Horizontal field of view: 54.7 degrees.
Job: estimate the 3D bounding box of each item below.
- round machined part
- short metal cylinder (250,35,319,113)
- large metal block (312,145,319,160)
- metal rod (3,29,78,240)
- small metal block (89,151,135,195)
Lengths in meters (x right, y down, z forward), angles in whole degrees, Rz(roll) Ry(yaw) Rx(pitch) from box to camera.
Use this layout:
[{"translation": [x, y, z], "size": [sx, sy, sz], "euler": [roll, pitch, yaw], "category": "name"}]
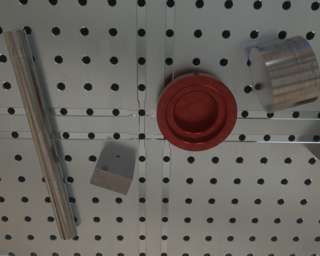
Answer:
[{"translation": [0.045, -0.023, 0.397], "size": [0.099, 0.042, 0.097], "euler": [0, 110, -1], "category": "round machined part"}, {"translation": [0.143, -0.062, 0.363], "size": [0.050, 0.080, 0.080], "euler": [-15, 110, 5], "category": "short metal cylinder"}, {"translation": [0.274, 0.037, 0.418], "size": [0.080, 0.050, 0.080], "euler": [35, 106, -12], "category": "large metal block"}, {"translation": [-0.156, 0.023, 0.419], "size": [0.025, 0.025, 0.298], "euler": [-7, 110, 2], "category": "metal rod"}, {"translation": [-0.063, 0.060, 0.422], "size": [0.050, 0.050, 0.025], "euler": [19, 109, -8], "category": "small metal block"}]
